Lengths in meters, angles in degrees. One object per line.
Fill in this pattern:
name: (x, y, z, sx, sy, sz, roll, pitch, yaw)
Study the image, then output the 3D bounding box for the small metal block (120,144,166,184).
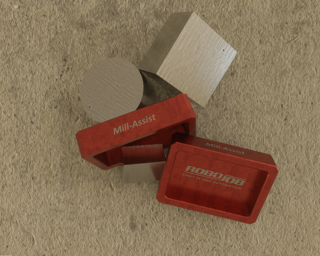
small metal block: (-0.023, 0.046, 0.390, 0.050, 0.050, 0.025, -4, 55, -13)

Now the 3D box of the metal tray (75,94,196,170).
metal tray: (-0.023, 0.009, 0.374, 0.131, 0.090, 0.030, -20, 72, 0)

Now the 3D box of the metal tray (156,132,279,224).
metal tray: (0.069, 0.064, 0.391, 0.131, 0.030, 0.089, 14, 114, -1)

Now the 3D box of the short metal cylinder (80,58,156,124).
short metal cylinder: (-0.051, -0.041, 0.386, 0.080, 0.050, 0.080, -2, 81, 15)

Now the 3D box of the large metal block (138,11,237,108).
large metal block: (0.034, -0.083, 0.380, 0.080, 0.050, 0.080, 31, 90, -32)
